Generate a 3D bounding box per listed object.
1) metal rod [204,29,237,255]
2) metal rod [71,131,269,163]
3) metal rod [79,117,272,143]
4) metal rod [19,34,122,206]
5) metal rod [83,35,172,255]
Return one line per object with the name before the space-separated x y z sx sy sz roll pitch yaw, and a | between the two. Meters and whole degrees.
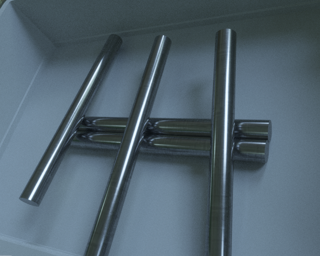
metal rod | 0.064 0.028 0.323 0.025 0.025 0.299 -4 68 26
metal rod | -0.018 0.020 0.400 0.300 0.025 0.025 2 63 28
metal rod | -0.012 -0.001 0.410 0.300 0.025 0.025 2 63 28
metal rod | -0.117 -0.031 0.452 0.025 0.025 0.300 -1 53 27
metal rod | -0.032 0.007 0.383 0.025 0.025 0.300 2 62 28
